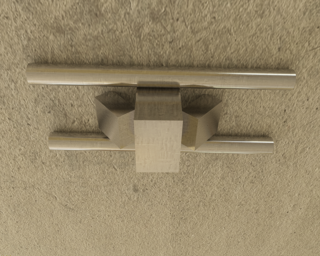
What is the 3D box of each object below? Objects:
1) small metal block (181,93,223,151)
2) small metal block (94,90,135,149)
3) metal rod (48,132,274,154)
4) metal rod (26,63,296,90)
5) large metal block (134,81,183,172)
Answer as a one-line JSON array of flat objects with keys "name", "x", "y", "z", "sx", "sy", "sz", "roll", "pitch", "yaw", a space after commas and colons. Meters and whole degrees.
[{"name": "small metal block", "x": 0.050, "y": -0.008, "z": 0.385, "sx": 0.025, "sy": 0.050, "sz": 0.050, "roll": 30, "pitch": 138, "yaw": 30}, {"name": "small metal block", "x": -0.054, "y": -0.011, "z": 0.381, "sx": 0.025, "sy": 0.050, "sz": 0.050, "roll": -28, "pitch": 139, "yaw": -30}, {"name": "metal rod", "x": 0.003, "y": 0.021, "z": 0.427, "sx": 0.302, "sy": 0.025, "sz": 0.025, "roll": 1, "pitch": 130, "yaw": -2}, {"name": "metal rod", "x": 0.003, "y": -0.059, "z": 0.358, "sx": 0.302, "sy": 0.025, "sz": 0.025, "roll": 1, "pitch": 130, "yaw": -2}, {"name": "large metal block", "x": -0.002, "y": -0.003, "z": 0.373, "sx": 0.050, "sy": 0.080, "sz": 0.079, "roll": 1, "pitch": 130, "yaw": -1}]
